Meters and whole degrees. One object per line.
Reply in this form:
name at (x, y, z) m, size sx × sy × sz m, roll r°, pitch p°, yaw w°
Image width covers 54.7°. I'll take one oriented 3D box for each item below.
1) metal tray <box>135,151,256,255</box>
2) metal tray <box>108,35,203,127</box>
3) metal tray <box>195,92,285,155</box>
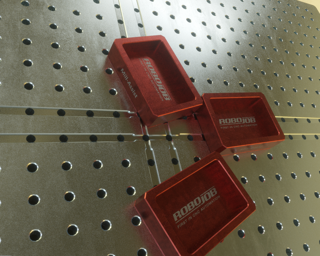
metal tray at (0.047, 0.093, 0.374) m, size 0.131 × 0.030 × 0.090 m, roll -24°, pitch 75°, yaw -37°
metal tray at (-0.007, -0.072, 0.446) m, size 0.091 × 0.030 × 0.130 m, roll -17°, pitch 71°, yaw -35°
metal tray at (0.123, -0.010, 0.479) m, size 0.131 × 0.030 × 0.090 m, roll -5°, pitch 64°, yaw -31°
